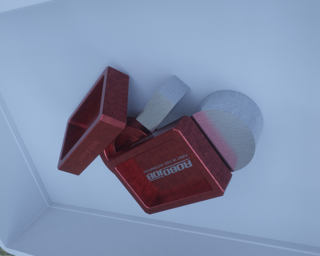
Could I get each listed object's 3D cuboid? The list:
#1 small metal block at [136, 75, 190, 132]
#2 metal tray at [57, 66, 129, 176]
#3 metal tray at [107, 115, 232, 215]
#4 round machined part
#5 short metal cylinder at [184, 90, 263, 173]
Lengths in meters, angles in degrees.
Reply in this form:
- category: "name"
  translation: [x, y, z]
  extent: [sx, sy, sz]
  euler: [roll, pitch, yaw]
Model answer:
- category: "small metal block"
  translation: [0.004, -0.029, 0.368]
  extent: [0.025, 0.050, 0.050]
  euler: [40, 127, 1]
- category: "metal tray"
  translation: [-0.088, -0.007, 0.403]
  extent: [0.030, 0.090, 0.129]
  euler: [24, 134, -28]
- category: "metal tray"
  translation: [0.007, 0.050, 0.368]
  extent: [0.130, 0.030, 0.090]
  euler: [-28, 103, 41]
- category: "round machined part"
  translation: [-0.034, 0.027, 0.430]
  extent: [0.098, 0.042, 0.097]
  euler: [13, 124, 20]
- category: "short metal cylinder"
  translation: [0.072, 0.004, 0.353]
  extent: [0.080, 0.050, 0.079]
  euler: [13, 124, 20]
